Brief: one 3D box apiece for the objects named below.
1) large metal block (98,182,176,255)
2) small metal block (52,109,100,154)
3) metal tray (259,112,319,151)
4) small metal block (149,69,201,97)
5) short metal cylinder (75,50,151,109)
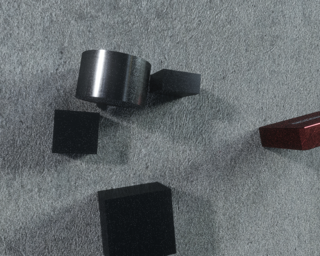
[{"bbox_3d":[-0.030,0.116,0.385,0.081,0.050,0.079,-5,92,-20],"label":"large metal block"},{"bbox_3d":[-0.101,0.005,0.372,0.050,0.025,0.050,4,89,-20],"label":"small metal block"},{"bbox_3d":[0.227,0.000,0.458,0.131,0.090,0.030,-13,95,-20],"label":"metal tray"},{"bbox_3d":[0.018,-0.057,0.402,0.050,0.050,0.025,4,89,-20],"label":"small metal block"},{"bbox_3d":[-0.053,-0.054,0.360,0.081,0.080,0.050,9,87,-20],"label":"short metal cylinder"}]
